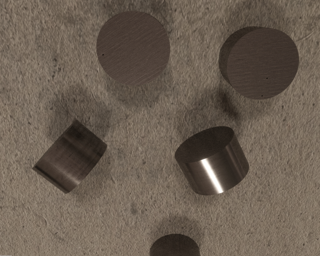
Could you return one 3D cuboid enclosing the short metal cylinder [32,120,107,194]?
[{"bbox_3d":[-0.113,0.036,0.392,0.050,0.080,0.080,43,104,-14],"label":"short metal cylinder"}]

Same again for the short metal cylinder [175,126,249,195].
[{"bbox_3d":[0.066,0.040,0.396,0.080,0.080,0.050,-26,108,9],"label":"short metal cylinder"}]

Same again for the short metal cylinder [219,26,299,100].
[{"bbox_3d":[0.115,-0.079,0.369,0.081,0.050,0.079,0,110,-1],"label":"short metal cylinder"}]

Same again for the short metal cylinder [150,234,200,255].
[{"bbox_3d":[0.024,0.212,0.475,0.081,0.050,0.079,0,110,-1],"label":"short metal cylinder"}]

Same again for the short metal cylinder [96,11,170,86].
[{"bbox_3d":[-0.029,-0.094,0.361,0.081,0.050,0.079,0,110,-1],"label":"short metal cylinder"}]
